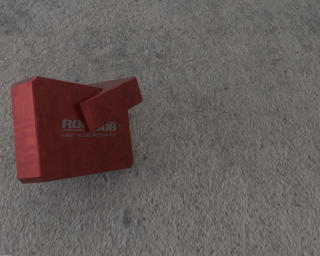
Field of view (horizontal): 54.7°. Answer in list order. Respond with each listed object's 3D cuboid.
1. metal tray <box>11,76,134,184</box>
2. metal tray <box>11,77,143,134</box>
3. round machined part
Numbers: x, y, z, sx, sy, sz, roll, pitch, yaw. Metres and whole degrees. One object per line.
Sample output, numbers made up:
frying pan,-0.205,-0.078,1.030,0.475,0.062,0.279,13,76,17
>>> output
metal tray,-0.081,0.003,0.317,0.030,0.131,0.089,-9,84,30
metal tray,-0.097,-0.026,0.366,0.130,0.030,0.091,-2,23,35
round machined part,-0.107,0.017,0.361,0.098,0.042,0.098,-17,31,11
